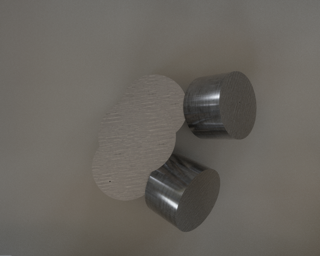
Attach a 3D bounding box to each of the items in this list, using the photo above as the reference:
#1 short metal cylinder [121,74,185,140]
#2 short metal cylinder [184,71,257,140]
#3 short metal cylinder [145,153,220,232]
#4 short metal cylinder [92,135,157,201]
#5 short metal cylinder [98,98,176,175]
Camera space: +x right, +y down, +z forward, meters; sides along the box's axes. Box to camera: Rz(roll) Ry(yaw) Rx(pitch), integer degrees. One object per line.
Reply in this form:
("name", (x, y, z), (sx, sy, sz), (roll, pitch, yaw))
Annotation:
("short metal cylinder", (-0.007, -0.025, 0.397), (0.081, 0.050, 0.079), (0, 90, -1))
("short metal cylinder", (0.075, -0.026, 0.378), (0.081, 0.050, 0.079), (2, 88, -44))
("short metal cylinder", (0.028, 0.077, 0.376), (0.050, 0.080, 0.080), (24, 90, 40))
("short metal cylinder", (-0.042, 0.047, 0.397), (0.081, 0.050, 0.079), (0, 90, -1))
("short metal cylinder", (-0.024, 0.008, 0.346), (0.081, 0.050, 0.079), (0, 90, -1))
